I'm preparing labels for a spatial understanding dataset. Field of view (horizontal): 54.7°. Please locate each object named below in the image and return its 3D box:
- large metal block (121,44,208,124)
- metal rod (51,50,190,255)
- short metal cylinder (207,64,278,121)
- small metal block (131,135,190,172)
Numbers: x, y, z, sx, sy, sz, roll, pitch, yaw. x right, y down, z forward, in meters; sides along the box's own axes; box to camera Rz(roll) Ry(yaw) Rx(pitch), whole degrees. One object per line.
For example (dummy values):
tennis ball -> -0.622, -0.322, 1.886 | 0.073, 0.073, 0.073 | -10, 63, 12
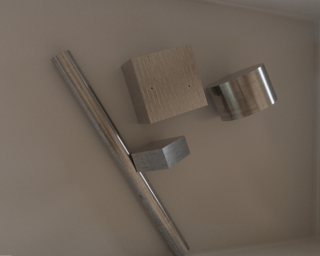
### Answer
large metal block -> 0.005, -0.055, 0.400 | 0.081, 0.050, 0.080 | -19, 97, -19
metal rod -> -0.044, 0.041, 0.394 | 0.025, 0.025, 0.299 | -33, 101, -17
short metal cylinder -> 0.112, -0.049, 0.424 | 0.081, 0.080, 0.050 | -28, 100, -18
small metal block -> 0.001, 0.032, 0.389 | 0.050, 0.050, 0.025 | -27, 101, -51
